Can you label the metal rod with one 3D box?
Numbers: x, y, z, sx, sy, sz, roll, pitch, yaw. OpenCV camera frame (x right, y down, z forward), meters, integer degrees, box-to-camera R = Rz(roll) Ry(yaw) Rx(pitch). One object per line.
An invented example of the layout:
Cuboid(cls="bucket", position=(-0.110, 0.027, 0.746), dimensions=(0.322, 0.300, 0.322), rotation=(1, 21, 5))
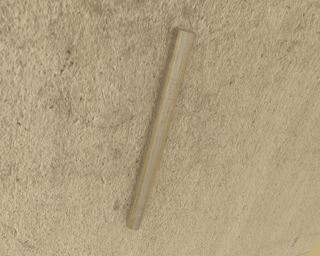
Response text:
Cuboid(cls="metal rod", position=(-0.006, 0.019, 0.418), dimensions=(0.025, 0.025, 0.298), rotation=(0, 118, -29))
